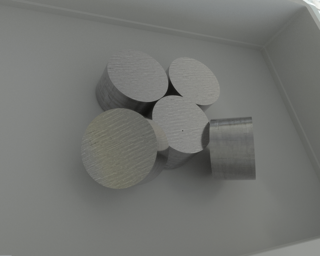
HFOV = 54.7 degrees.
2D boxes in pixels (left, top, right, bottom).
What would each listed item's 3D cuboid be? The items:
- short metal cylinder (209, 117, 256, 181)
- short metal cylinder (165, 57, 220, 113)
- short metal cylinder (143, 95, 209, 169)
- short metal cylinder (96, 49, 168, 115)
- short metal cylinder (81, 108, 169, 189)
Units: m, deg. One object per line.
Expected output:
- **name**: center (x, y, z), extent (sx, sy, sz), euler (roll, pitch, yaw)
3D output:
- **short metal cylinder**: center (0.094, 0.027, 0.396), extent (0.050, 0.080, 0.080), euler (-4, 55, 15)
- **short metal cylinder**: center (0.038, -0.054, 0.443), extent (0.081, 0.050, 0.080), euler (14, 56, -21)
- **short metal cylinder**: center (0.017, 0.006, 0.393), extent (0.081, 0.050, 0.080), euler (14, 56, -21)
- **short metal cylinder**: center (-0.036, -0.054, 0.401), extent (0.081, 0.050, 0.080), euler (14, 56, -21)
- **short metal cylinder**: center (-0.035, 0.022, 0.330), extent (0.080, 0.080, 0.050), euler (59, 8, 13)
